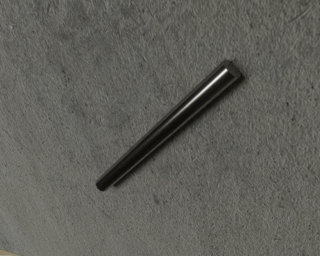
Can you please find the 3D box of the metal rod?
[{"bbox_3d":[-0.009,0.015,0.422,0.025,0.025,0.299,45,129,-3],"label":"metal rod"}]
